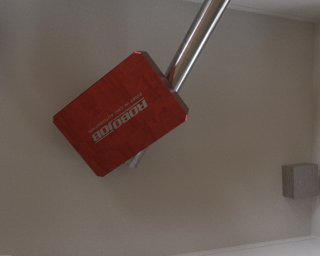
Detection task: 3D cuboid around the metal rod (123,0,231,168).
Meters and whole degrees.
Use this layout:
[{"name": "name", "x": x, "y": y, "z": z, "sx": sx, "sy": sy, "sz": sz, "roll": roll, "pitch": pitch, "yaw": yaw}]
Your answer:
[{"name": "metal rod", "x": 0.029, "y": -0.080, "z": 0.353, "sx": 0.025, "sy": 0.025, "sz": 0.298, "roll": 23, "pitch": 109, "yaw": -19}]

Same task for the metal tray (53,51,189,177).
[{"name": "metal tray", "x": -0.044, "y": -0.014, "z": 0.353, "sx": 0.130, "sy": 0.030, "sz": 0.090, "roll": -35, "pitch": 98, "yaw": 16}]

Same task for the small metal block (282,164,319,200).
[{"name": "small metal block", "x": 0.225, "y": 0.084, "z": 0.496, "sx": 0.050, "sy": 0.025, "sz": 0.050, "roll": -3, "pitch": 91, "yaw": -20}]
